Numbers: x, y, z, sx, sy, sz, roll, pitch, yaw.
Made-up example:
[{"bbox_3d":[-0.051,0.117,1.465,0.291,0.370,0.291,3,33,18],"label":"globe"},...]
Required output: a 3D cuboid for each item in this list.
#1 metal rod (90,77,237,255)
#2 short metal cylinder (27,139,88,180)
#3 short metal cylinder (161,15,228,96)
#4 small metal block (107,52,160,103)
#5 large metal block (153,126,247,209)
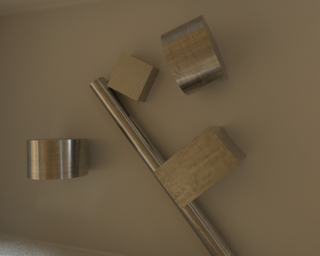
[{"bbox_3d":[0.000,0.053,0.409,0.025,0.025,0.299,-40,78,15],"label":"metal rod"},{"bbox_3d":[-0.141,0.040,0.429,0.080,0.080,0.050,-1,90,19],"label":"short metal cylinder"},{"bbox_3d":[0.042,-0.085,0.366,0.050,0.080,0.080,-21,83,18],"label":"short metal cylinder"},{"bbox_3d":[-0.036,-0.069,0.422,0.050,0.025,0.050,28,99,17],"label":"small metal block"},{"bbox_3d":[0.050,0.042,0.363,0.080,0.080,0.050,-41,77,15],"label":"large metal block"}]
